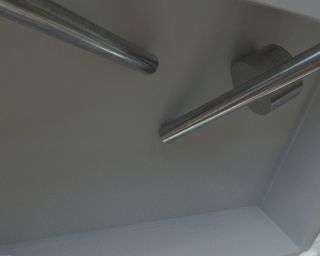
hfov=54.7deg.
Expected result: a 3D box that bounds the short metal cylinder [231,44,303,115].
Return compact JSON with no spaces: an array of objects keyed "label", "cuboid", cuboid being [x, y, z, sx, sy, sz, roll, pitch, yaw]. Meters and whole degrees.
[{"label":"short metal cylinder","cuboid":[0.140,-0.064,0.413,0.050,0.080,0.080,-30,129,-10]}]

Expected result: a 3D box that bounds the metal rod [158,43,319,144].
[{"label":"metal rod","cuboid":[0.124,-0.052,0.355,0.300,0.025,0.025,-28,135,27]}]

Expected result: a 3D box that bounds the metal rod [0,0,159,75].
[{"label":"metal rod","cuboid":[-0.087,-0.084,0.230,0.025,0.025,0.301,-58,153,13]}]

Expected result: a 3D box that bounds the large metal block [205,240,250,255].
[{"label":"large metal block","cuboid":[0.141,0.296,0.659,0.081,0.050,0.079,-13,124,-22]}]
